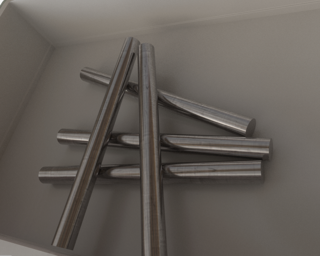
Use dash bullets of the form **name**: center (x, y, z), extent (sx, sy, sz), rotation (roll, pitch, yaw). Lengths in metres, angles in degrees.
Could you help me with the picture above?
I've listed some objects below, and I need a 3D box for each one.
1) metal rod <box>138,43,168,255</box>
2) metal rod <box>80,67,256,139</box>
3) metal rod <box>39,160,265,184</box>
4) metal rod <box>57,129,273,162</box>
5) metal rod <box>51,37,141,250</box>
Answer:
- **metal rod**: center (-0.012, 0.011, 0.370), extent (0.025, 0.025, 0.299), rotation (-16, 55, 19)
- **metal rod**: center (-0.011, -0.045, 0.435), extent (0.300, 0.025, 0.025), rotation (22, 74, 35)
- **metal rod**: center (-0.030, 0.057, 0.383), extent (0.301, 0.025, 0.025), rotation (-5, 60, 25)
- **metal rod**: center (-0.015, 0.018, 0.399), extent (0.300, 0.025, 0.025), rotation (2, 63, 28)
- **metal rod**: center (-0.075, 0.002, 0.408), extent (0.025, 0.025, 0.300), rotation (0, 62, 28)
